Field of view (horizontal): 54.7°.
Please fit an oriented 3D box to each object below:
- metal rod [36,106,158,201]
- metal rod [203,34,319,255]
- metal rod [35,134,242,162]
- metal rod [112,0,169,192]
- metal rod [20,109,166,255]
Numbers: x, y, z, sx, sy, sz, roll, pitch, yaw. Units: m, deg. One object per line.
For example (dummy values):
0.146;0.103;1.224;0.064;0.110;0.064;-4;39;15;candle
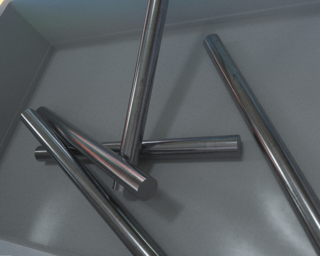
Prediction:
-0.105;0.018;0.413;0.300;0.025;0.025;24;75;47;metal rod
0.110;-0.009;0.353;0.025;0.025;0.299;-26;53;11;metal rod
-0.047;0.029;0.410;0.301;0.025;0.025;-4;60;25;metal rod
-0.018;-0.072;0.379;0.025;0.025;0.298;10;88;32;metal rod
-0.101;0.062;0.396;0.025;0.025;0.300;-48;59;-5;metal rod
